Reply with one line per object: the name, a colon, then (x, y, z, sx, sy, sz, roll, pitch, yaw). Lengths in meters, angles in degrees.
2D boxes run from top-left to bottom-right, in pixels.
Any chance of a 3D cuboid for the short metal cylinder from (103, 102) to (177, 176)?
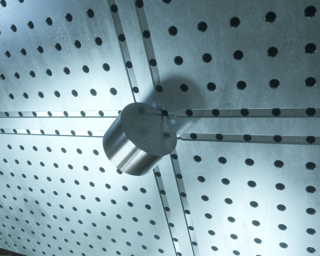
short metal cylinder: (-0.026, 0.014, 0.395, 0.080, 0.080, 0.050, 42, 129, -1)
